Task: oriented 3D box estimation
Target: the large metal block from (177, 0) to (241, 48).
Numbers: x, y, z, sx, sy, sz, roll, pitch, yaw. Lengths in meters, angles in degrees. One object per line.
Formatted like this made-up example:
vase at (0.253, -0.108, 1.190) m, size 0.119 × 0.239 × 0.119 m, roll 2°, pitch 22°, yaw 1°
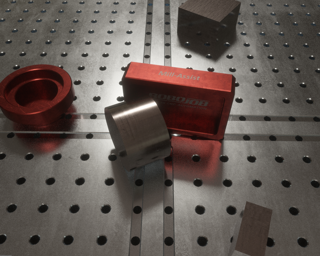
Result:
large metal block at (0.088, -0.200, 0.561) m, size 0.080 × 0.050 × 0.080 m, roll 29°, pitch 55°, yaw 21°

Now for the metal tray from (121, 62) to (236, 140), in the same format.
metal tray at (0.022, -0.032, 0.392) m, size 0.131 × 0.089 × 0.030 m, roll 9°, pitch 51°, yaw 6°

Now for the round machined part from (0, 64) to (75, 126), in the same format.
round machined part at (-0.168, -0.041, 0.429) m, size 0.099 × 0.042 × 0.098 m, roll 0°, pitch 50°, yaw 0°

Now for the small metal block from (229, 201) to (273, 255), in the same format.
small metal block at (0.086, 0.108, 0.302) m, size 0.025 × 0.050 × 0.050 m, roll 17°, pitch 52°, yaw 13°

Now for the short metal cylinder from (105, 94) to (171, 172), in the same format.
short metal cylinder at (-0.028, 0.006, 0.367) m, size 0.050 × 0.080 × 0.080 m, roll -20°, pitch 53°, yaw -16°
